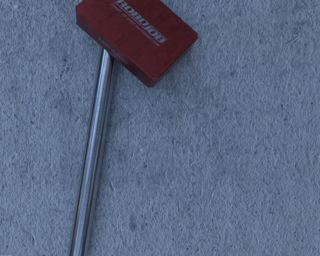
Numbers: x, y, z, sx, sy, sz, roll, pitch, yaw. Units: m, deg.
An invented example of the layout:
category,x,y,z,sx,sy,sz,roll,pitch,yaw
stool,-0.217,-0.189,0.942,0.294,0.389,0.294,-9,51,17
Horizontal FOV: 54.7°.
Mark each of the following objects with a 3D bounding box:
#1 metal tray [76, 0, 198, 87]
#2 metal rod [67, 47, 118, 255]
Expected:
category,x,y,z,sx,sy,sz,roll,pitch,yaw
metal tray,-0.029,-0.126,0.393,0.130,0.030,0.090,42,71,0
metal rod,-0.087,0.024,0.409,0.025,0.025,0.298,9,90,0
